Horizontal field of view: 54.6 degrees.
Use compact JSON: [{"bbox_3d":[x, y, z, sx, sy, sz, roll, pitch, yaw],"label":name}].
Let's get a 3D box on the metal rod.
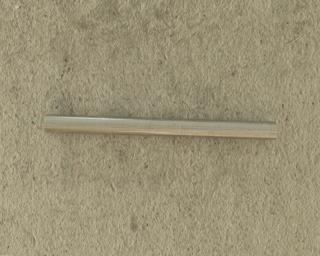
[{"bbox_3d":[0.001,-0.001,0.411,0.302,0.025,0.025,2,90,0],"label":"metal rod"}]
